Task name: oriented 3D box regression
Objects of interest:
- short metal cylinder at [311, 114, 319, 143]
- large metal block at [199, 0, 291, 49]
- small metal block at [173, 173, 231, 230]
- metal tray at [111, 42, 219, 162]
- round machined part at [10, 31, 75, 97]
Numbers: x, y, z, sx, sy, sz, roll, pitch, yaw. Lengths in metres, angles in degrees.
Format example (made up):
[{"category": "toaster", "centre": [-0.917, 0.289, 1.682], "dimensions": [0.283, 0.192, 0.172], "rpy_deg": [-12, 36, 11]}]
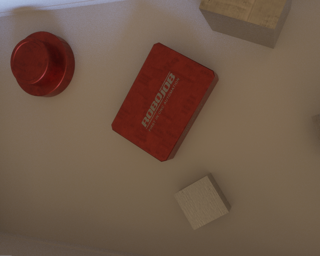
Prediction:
[{"category": "short metal cylinder", "centre": [0.202, 0.000, 0.310], "dimensions": [0.080, 0.080, 0.050], "rpy_deg": [-17, 84, 19]}, {"category": "large metal block", "centre": [0.098, -0.134, 0.346], "dimensions": [0.080, 0.080, 0.050], "rpy_deg": [23, 98, 18]}, {"category": "small metal block", "centre": [0.054, 0.092, 0.391], "dimensions": [0.050, 0.025, 0.050], "rpy_deg": [-33, 80, 16]}, {"category": "metal tray", "centre": [0.005, -0.033, 0.405], "dimensions": [0.090, 0.030, 0.129], "rpy_deg": [32, 100, 16]}, {"category": "round machined part", "centre": [-0.182, -0.097, 0.464], "dimensions": [0.098, 0.042, 0.097], "rpy_deg": [0, 90, 19]}]
